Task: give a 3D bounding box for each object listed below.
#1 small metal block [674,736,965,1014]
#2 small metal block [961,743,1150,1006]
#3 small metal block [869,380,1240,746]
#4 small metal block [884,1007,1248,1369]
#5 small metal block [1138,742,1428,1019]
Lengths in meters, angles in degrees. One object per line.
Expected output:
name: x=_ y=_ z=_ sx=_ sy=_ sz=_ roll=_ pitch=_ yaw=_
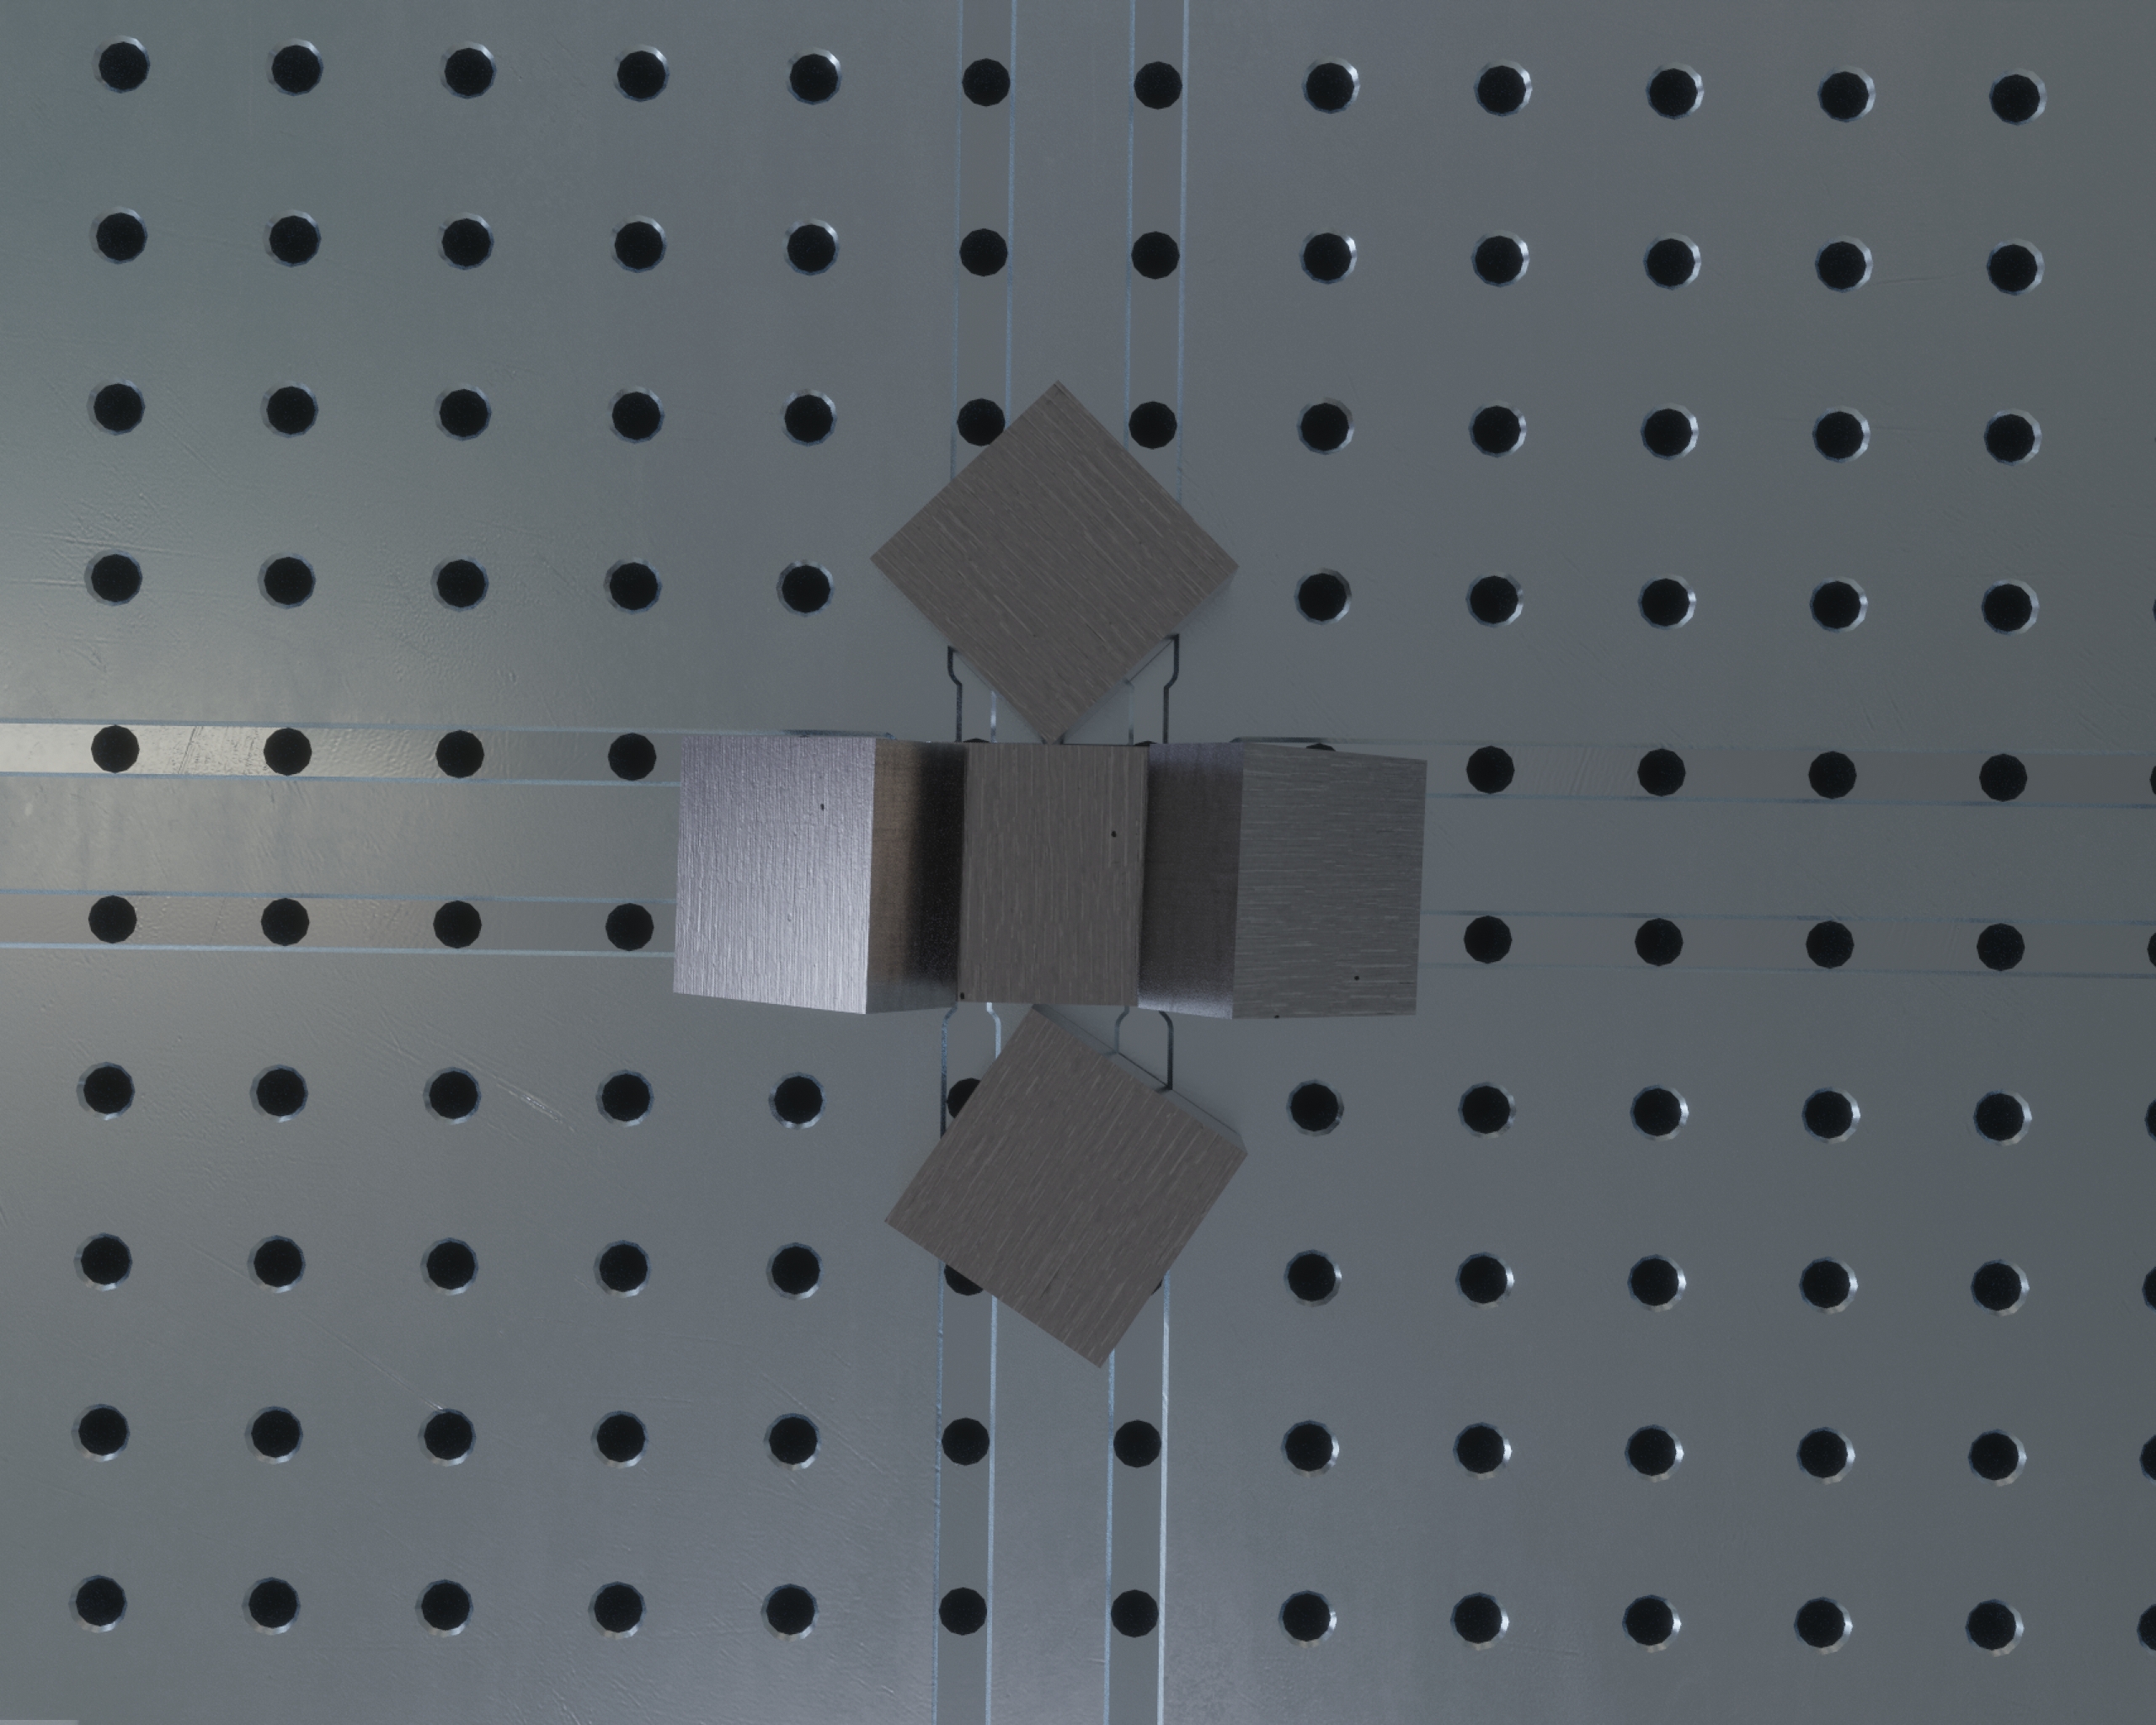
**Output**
small metal block: x=-0.050 y=0.001 z=0.400 sx=0.050 sy=0.025 sz=0.050 roll=3 pitch=91 yaw=36
small metal block: x=-0.004 y=0.002 z=0.413 sx=0.050 sy=0.025 sz=0.050 roll=1 pitch=89 yaw=0
small metal block: x=-0.004 y=-0.058 z=0.413 sx=0.050 sy=0.025 sz=0.050 roll=-44 pitch=89 yaw=-1
small metal block: x=-0.002 y=0.062 z=0.413 sx=0.050 sy=0.025 sz=0.050 roll=34 pitch=90 yaw=1
small metal block: x=0.040 y=0.004 z=0.400 sx=0.050 sy=0.025 sz=0.050 roll=3 pitch=90 yaw=-41
